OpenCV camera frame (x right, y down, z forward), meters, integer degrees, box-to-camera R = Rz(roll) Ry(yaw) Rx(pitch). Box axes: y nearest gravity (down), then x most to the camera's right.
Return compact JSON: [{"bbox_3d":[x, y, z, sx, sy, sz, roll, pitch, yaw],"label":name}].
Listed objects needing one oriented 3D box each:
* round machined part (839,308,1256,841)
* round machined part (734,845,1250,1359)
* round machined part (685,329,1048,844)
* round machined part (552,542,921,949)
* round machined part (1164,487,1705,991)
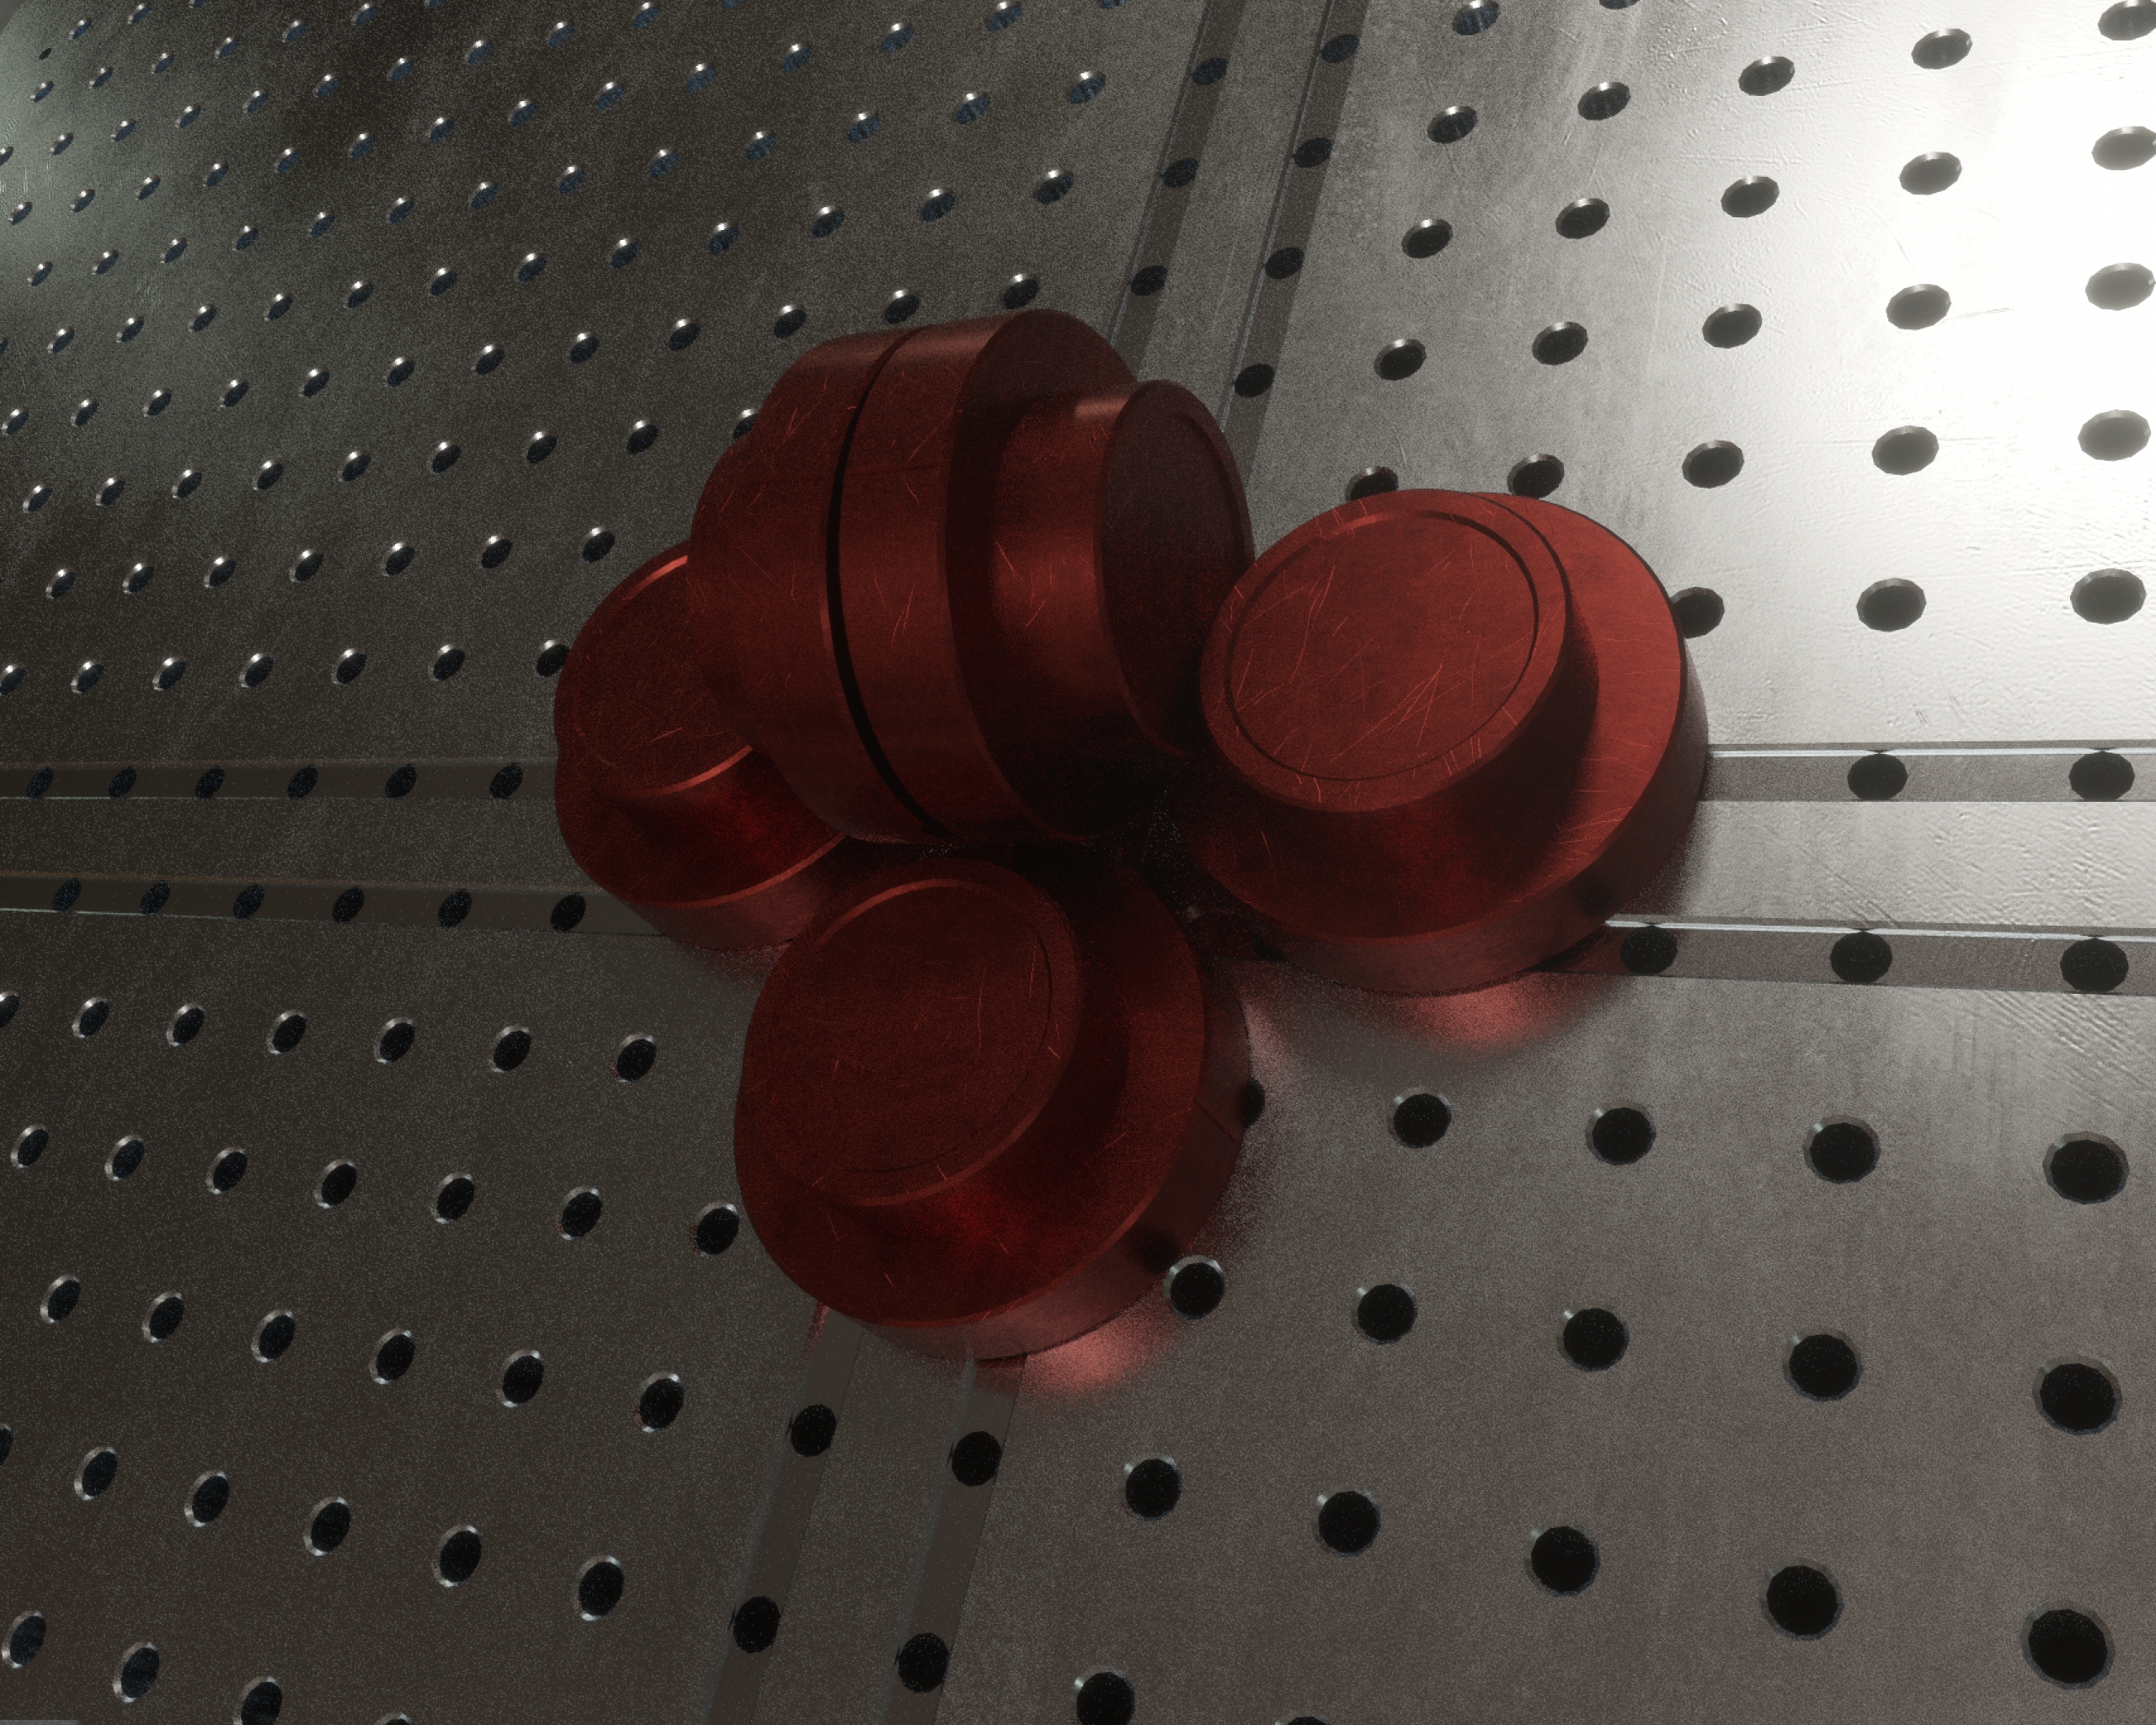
[{"bbox_3d":[0.001,-0.053,0.385,0.042,0.098,0.098,-1,62,28],"label":"round machined part"},{"bbox_3d":[-0.022,0.038,0.384,0.098,0.042,0.098,-13,56,20],"label":"round machined part"},{"bbox_3d":[-0.038,-0.053,0.404,0.042,0.098,0.098,1,62,29],"label":"round machined part"},{"bbox_3d":[-0.074,-0.034,0.455,0.098,0.042,0.098,-13,56,20],"label":"round machined part"},{"bbox_3d":[0.061,-0.029,0.381,0.098,0.042,0.098,-13,56,20],"label":"round machined part"}]
